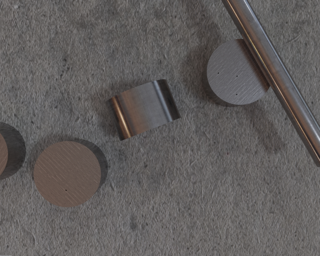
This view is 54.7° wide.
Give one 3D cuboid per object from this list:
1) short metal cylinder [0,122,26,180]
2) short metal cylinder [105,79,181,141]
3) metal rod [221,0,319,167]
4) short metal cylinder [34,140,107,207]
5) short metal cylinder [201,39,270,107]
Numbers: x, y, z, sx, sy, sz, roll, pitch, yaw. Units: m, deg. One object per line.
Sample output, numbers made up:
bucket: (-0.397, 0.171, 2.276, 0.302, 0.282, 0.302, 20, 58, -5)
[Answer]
short metal cylinder: (-0.222, 0.031, 0.396, 0.081, 0.050, 0.079, 0, 90, 0)
short metal cylinder: (-0.020, -0.021, 0.382, 0.080, 0.080, 0.050, -21, 90, 0)
metal rod: (0.120, -0.090, 0.360, 0.025, 0.025, 0.299, -30, 90, 0)
short metal cylinder: (-0.111, 0.055, 0.396, 0.081, 0.050, 0.079, 0, 90, 0)
short metal cylinder: (0.097, -0.068, 0.398, 0.081, 0.050, 0.079, 0, 90, 0)
